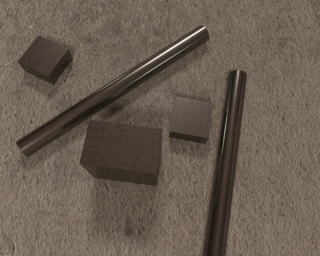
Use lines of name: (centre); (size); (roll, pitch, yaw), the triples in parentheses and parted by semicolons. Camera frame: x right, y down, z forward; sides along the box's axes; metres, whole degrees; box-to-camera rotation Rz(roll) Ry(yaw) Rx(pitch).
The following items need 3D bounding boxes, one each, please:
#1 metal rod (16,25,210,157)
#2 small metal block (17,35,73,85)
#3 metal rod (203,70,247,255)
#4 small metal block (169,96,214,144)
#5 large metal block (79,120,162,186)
metal rod: (-0.055, -0.057, 0.428); (0.301, 0.025, 0.025); (-35, 74, -12)
small metal block: (-0.162, -0.097, 0.442); (0.050, 0.025, 0.050); (26, 72, 8)
metal rod: (0.080, 0.063, 0.386); (0.025, 0.025, 0.299); (11, 70, 3)
small metal block: (0.041, -0.010, 0.412); (0.050, 0.025, 0.050); (11, 70, 3)
large metal block: (-0.041, 0.032, 0.367); (0.080, 0.080, 0.050); (7, 70, 2)
